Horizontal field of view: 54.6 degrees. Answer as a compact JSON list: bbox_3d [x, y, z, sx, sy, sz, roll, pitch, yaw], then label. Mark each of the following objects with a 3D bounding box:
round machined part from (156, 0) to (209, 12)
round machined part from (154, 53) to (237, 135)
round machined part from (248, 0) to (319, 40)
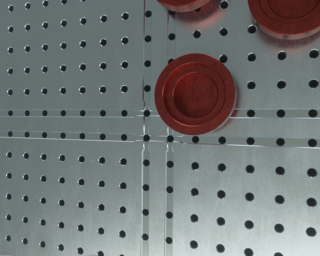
[{"bbox_3d":[0.033,-0.195,0.392,0.098,0.042,0.097,0,90,20],"label":"round machined part"},{"bbox_3d":[0.046,-0.040,0.388,0.098,0.042,0.097,0,90,20],"label":"round machined part"},{"bbox_3d":[0.151,-0.148,0.350,0.098,0.042,0.097,0,90,20],"label":"round machined part"}]
